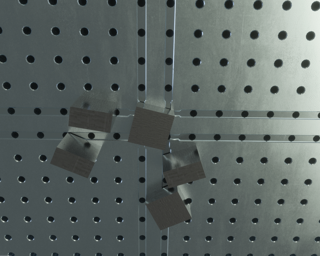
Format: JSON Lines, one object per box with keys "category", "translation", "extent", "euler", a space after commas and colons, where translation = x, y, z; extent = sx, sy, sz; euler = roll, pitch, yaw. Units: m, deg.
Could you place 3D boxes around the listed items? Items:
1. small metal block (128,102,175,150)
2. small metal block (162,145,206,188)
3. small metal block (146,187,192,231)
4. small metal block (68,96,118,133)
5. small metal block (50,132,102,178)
{"category": "small metal block", "translation": [-0.012, -0.003, 0.412], "extent": [0.050, 0.025, 0.050], "euler": [14, 109, -6]}
{"category": "small metal block", "translation": [0.031, 0.051, 0.420], "extent": [0.050, 0.050, 0.025], "euler": [-17, 109, 6]}
{"category": "small metal block", "translation": [0.013, 0.116, 0.456], "extent": [0.050, 0.025, 0.050], "euler": [-24, 109, 8]}
{"category": "small metal block", "translation": [-0.083, -0.018, 0.392], "extent": [0.050, 0.050, 0.025], "euler": [10, 110, -4]}
{"category": "small metal block", "translation": [-0.110, 0.035, 0.412], "extent": [0.050, 0.050, 0.025], "euler": [24, 108, -9]}
